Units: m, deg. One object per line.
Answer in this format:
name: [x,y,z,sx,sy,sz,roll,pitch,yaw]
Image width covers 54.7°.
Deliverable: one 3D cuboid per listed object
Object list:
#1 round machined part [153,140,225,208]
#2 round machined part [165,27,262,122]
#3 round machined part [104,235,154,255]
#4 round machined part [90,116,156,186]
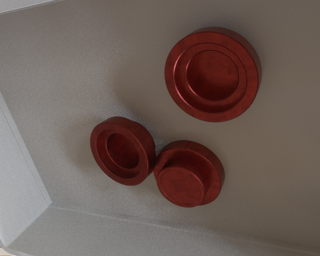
round machined part: [0.035,0.069,0.421,0.098,0.042,0.097,13,124,20]
round machined part: [0.058,-0.058,0.330,0.098,0.042,0.097,13,124,20]
round machined part: [-0.050,0.238,0.572,0.098,0.042,0.097,13,124,20]
round machined part: [-0.046,0.028,0.433,0.098,0.042,0.097,16,123,27]
